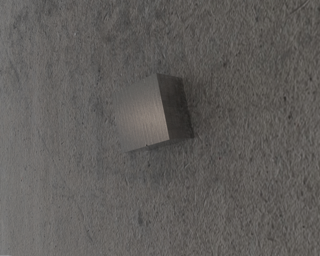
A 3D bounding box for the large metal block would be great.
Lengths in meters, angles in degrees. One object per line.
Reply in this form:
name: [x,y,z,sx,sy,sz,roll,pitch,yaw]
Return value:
large metal block: [-0.010,-0.016,0.398,0.080,0.050,0.080,-18,78,38]
